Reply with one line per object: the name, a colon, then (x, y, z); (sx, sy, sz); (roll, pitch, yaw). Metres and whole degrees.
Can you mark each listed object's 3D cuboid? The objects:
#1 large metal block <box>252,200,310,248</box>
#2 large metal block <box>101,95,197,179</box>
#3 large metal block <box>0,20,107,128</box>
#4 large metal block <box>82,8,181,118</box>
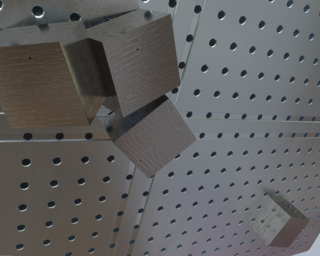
large metal block: (0.263, 0.210, 0.673); (0.080, 0.050, 0.080); (20, 108, -36)
large metal block: (-0.013, 0.004, 0.392); (0.080, 0.050, 0.080); (-39, 130, -2)
large metal block: (-0.105, -0.048, 0.285); (0.080, 0.050, 0.080); (-2, 127, 13)
large metal block: (-0.029, -0.070, 0.324); (0.081, 0.050, 0.080); (-33, 131, -27)
